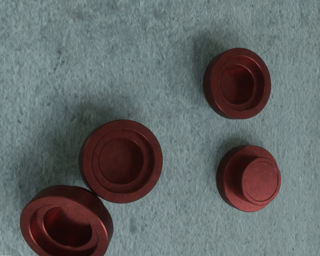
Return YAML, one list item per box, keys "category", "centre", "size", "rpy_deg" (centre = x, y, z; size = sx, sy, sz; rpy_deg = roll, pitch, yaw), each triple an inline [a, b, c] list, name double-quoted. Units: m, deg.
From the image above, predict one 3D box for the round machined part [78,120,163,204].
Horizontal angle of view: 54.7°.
- category: "round machined part"
  centre: [-0.050, 0.040, 0.379]
  size: [0.099, 0.042, 0.097]
  rpy_deg: [2, 85, -25]

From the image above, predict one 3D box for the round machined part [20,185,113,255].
- category: "round machined part"
  centre: [-0.100, 0.105, 0.347]
  size: [0.099, 0.042, 0.097]
  rpy_deg: [3, 113, 8]

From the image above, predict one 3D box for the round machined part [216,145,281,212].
- category: "round machined part"
  centre: [0.136, 0.075, 0.452]
  size: [0.099, 0.042, 0.097]
  rpy_deg: [0, 90, -21]

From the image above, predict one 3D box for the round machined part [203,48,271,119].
- category: "round machined part"
  centre: [0.104, -0.061, 0.440]
  size: [0.099, 0.042, 0.097]
  rpy_deg: [0, 90, -21]
